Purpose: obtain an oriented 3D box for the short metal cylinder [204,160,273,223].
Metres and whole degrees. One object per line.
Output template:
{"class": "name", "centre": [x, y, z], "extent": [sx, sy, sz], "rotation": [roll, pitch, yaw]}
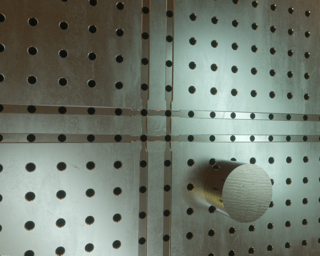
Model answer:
{"class": "short metal cylinder", "centre": [0.110, 0.088, 0.440], "extent": [0.081, 0.050, 0.079], "rotation": [0, 90, -20]}
